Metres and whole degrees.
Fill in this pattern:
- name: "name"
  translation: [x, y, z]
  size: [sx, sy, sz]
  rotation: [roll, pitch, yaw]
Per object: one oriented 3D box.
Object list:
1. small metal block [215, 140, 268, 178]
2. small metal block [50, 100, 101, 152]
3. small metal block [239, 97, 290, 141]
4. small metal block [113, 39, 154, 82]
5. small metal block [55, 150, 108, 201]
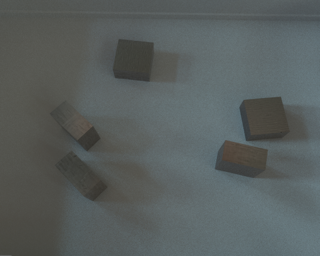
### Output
- name: "small metal block"
  translation: [0.099, 0.039, 0.382]
  size: [0.050, 0.050, 0.025]
  rotation: [13, 71, 4]
- name: "small metal block"
  translation: [-0.107, -0.002, 0.396]
  size: [0.050, 0.050, 0.025]
  rotation: [41, 75, 13]
- name: "small metal block"
  translation: [0.139, -0.012, 0.415]
  size: [0.050, 0.025, 0.050]
  rotation: [-5, 70, -2]
- name: "small metal block"
  translation: [-0.037, -0.097, 0.445]
  size: [0.050, 0.025, 0.050]
  rotation: [7, 70, 2]
- name: "small metal block"
  translation: [-0.093, 0.059, 0.374]
  size: [0.050, 0.050, 0.025]
  rotation: [42, 76, 14]
